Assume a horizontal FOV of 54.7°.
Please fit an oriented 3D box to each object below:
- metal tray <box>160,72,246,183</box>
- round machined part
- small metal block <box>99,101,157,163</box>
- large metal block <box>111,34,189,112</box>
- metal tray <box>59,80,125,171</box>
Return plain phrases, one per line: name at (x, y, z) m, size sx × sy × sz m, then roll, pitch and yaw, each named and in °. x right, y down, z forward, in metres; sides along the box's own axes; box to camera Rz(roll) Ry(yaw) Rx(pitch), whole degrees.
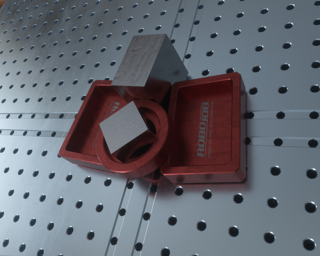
metal tray at (0.054, -0.001, 0.372) m, size 0.090 × 0.030 × 0.130 m, roll -6°, pitch 59°, yaw 25°
round machined part at (-0.026, 0.016, 0.384) m, size 0.098 × 0.042 × 0.098 m, roll -13°, pitch 56°, yaw 21°
small metal block at (-0.038, 0.004, 0.367) m, size 0.050 × 0.025 × 0.050 m, roll -34°, pitch 51°, yaw 6°
large metal block at (-0.010, -0.066, 0.414) m, size 0.050 × 0.080 × 0.080 m, roll 7°, pitch 65°, yaw 31°
metal tray at (-0.079, -0.007, 0.446) m, size 0.090 × 0.030 × 0.130 m, roll 7°, pitch 65°, yaw 31°
